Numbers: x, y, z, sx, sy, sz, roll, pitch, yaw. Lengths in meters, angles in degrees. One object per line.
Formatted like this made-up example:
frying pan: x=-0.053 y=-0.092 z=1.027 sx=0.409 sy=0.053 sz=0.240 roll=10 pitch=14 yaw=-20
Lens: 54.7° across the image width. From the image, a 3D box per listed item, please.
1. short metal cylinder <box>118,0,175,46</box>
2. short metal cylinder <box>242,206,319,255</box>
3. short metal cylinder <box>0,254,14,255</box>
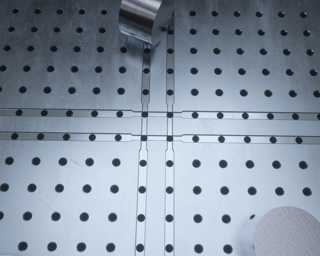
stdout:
short metal cylinder: x=-0.017 y=-0.165 z=0.443 sx=0.050 sy=0.080 sz=0.080 roll=24 pitch=72 yaw=8
short metal cylinder: x=0.140 y=0.132 z=0.351 sx=0.081 sy=0.050 sz=0.080 roll=0 pitch=70 yaw=0
short metal cylinder: x=-0.188 y=0.179 z=0.332 sx=0.081 sy=0.050 sz=0.080 roll=0 pitch=70 yaw=0
